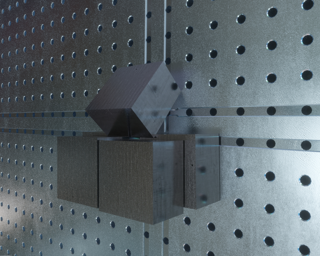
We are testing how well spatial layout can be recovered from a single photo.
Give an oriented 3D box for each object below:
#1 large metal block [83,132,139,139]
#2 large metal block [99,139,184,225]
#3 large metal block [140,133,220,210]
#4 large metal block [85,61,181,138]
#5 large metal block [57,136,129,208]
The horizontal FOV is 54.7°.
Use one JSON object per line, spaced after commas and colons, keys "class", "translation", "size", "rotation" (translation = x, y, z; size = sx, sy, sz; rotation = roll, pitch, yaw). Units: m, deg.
{"class": "large metal block", "translation": [-0.067, 0.046, 0.446], "size": [0.080, 0.050, 0.079], "rotation": [2, 91, 39]}
{"class": "large metal block", "translation": [-0.022, 0.053, 0.341], "size": [0.080, 0.050, 0.079], "rotation": [0, 90, 39]}
{"class": "large metal block", "translation": [0.023, 0.047, 0.372], "size": [0.080, 0.050, 0.079], "rotation": [-1, 89, 39]}
{"class": "large metal block", "translation": [-0.033, -0.035, 0.391], "size": [0.080, 0.050, 0.080], "rotation": [1, 48, 39]}
{"class": "large metal block", "translation": [-0.085, 0.050, 0.392], "size": [0.080, 0.050, 0.079], "rotation": [0, 90, 39]}
